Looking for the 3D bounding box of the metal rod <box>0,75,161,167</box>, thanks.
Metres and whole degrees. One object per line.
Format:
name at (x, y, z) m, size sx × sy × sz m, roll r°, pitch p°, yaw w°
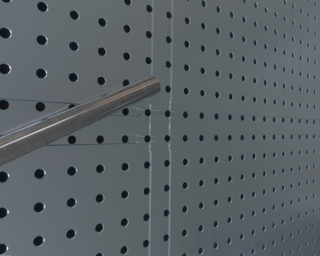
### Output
metal rod at (-0.115, 0.004, 0.312) m, size 0.302 × 0.025 × 0.025 m, roll -29°, pitch 108°, yaw -36°
